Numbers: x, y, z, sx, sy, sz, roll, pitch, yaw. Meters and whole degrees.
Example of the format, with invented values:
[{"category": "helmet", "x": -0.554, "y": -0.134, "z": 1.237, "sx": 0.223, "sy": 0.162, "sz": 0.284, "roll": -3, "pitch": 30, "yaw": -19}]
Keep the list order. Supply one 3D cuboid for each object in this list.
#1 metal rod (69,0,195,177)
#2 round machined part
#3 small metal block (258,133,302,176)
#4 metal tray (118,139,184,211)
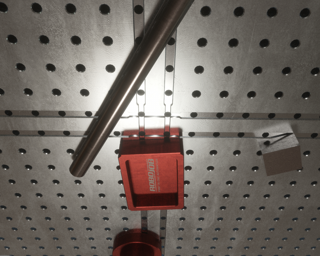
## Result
[{"category": "metal rod", "x": -0.049, "y": -0.035, "z": 0.380, "sx": 0.025, "sy": 0.025, "sz": 0.298, "roll": 23, "pitch": 126, "yaw": -19}, {"category": "round machined part", "x": -0.046, "y": 0.253, "z": 0.616, "sx": 0.099, "sy": 0.042, "sz": 0.097, "roll": -1, "pitch": 130, "yaw": 0}, {"category": "small metal block", "x": 0.174, "y": 0.040, "z": 0.448, "sx": 0.050, "sy": 0.025, "sz": 0.050, "roll": -16, "pitch": 129, "yaw": 12}, {"category": "metal tray", "x": -0.009, "y": 0.075, "z": 0.471, "sx": 0.091, "sy": 0.030, "sz": 0.129, "roll": -3, "pitch": 130, "yaw": 1}]
